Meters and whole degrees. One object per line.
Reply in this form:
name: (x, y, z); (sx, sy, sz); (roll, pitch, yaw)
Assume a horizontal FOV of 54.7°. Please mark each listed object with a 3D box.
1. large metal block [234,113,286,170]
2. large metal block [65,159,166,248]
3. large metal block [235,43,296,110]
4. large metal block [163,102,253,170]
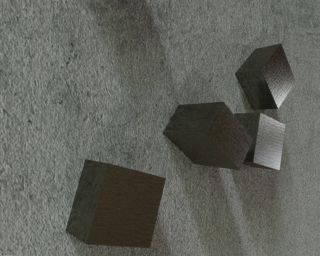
large metal block: (0.165, 0.024, 0.526); (0.080, 0.050, 0.080); (18, 79, -39)
large metal block: (-0.048, 0.085, 0.348); (0.080, 0.050, 0.080); (22, 76, -38)
large metal block: (0.187, -0.089, 0.545); (0.080, 0.050, 0.080); (-48, 119, -29)
large metal block: (0.066, 0.011, 0.424); (0.080, 0.080, 0.050); (45, 63, -31)
